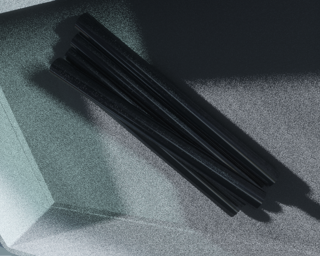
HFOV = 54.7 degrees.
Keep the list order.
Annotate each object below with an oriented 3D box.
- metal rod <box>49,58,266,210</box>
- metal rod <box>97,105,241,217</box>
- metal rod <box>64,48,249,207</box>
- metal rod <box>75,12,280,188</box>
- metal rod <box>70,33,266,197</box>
[{"bbox_3d":[-0.007,0.003,0.380,0.301,0.025,0.025,33,129,6],"label":"metal rod"},{"bbox_3d":[-0.012,0.015,0.422,0.300,0.025,0.025,40,129,1],"label":"metal rod"},{"bbox_3d":[-0.002,-0.003,0.407,0.300,0.025,0.025,40,129,1],"label":"metal rod"},{"bbox_3d":[0.020,-0.034,0.375,0.300,0.025,0.025,40,129,1],"label":"metal rod"},{"bbox_3d":[0.011,-0.017,0.391,0.300,0.025,0.025,40,129,1],"label":"metal rod"}]
